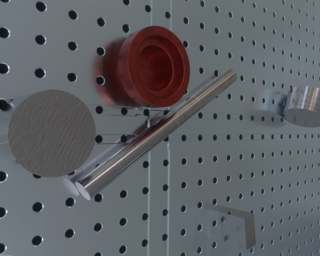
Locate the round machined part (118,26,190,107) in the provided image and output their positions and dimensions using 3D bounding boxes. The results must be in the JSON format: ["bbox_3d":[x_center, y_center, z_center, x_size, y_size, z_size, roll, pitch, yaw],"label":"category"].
[{"bbox_3d":[-0.011,-0.074,0.389,0.099,0.042,0.097,0,90,-40],"label":"round machined part"}]

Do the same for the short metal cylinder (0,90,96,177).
[{"bbox_3d":[-0.111,0.005,0.300,0.081,0.050,0.079,0,90,-40],"label":"short metal cylinder"}]

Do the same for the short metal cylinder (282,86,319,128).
[{"bbox_3d":[0.292,-0.041,0.619,0.080,0.080,0.050,34,69,-35],"label":"short metal cylinder"}]

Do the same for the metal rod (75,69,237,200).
[{"bbox_3d":[0.015,-0.008,0.422,0.302,0.025,0.025,-38,114,-33],"label":"metal rod"}]

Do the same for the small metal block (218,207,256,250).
[{"bbox_3d":[0.124,0.160,0.498,0.025,0.050,0.050,-9,96,-40],"label":"small metal block"}]
